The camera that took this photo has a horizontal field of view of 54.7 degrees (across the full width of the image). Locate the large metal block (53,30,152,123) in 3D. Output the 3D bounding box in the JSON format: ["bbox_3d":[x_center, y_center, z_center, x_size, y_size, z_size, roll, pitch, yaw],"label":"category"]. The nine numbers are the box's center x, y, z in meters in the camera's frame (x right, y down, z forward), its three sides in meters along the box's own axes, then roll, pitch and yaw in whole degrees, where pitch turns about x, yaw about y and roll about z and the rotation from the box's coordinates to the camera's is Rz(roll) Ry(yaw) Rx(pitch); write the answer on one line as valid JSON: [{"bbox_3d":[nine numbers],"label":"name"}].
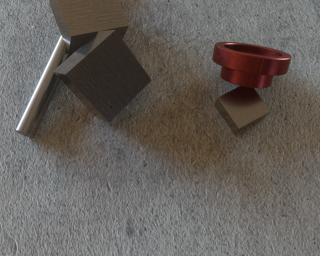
[{"bbox_3d":[-0.072,-0.067,0.396,0.080,0.080,0.050,-47,34,-15],"label":"large metal block"}]

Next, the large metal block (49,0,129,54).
[{"bbox_3d":[-0.100,-0.159,0.433,0.081,0.050,0.080,-19,84,-24],"label":"large metal block"}]

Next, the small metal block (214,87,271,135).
[{"bbox_3d":[0.110,-0.027,0.419,0.050,0.025,0.050,-28,73,-10],"label":"small metal block"}]

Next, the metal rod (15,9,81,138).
[{"bbox_3d":[-0.135,-0.127,0.453,0.025,0.025,0.299,15,71,5],"label":"metal rod"}]

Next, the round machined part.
[{"bbox_3d":[0.118,-0.083,0.412,0.099,0.098,0.042,9,115,3],"label":"round machined part"}]
